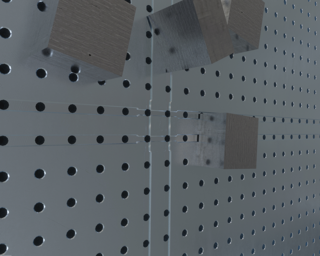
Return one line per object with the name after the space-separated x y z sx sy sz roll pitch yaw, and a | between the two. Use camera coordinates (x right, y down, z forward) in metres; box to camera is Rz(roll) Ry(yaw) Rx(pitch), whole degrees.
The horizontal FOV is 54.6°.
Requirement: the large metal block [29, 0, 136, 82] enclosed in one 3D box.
-0.079 -0.102 0.326 0.080 0.050 0.080 17 79 -39 | large metal block

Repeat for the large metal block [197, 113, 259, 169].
0.106 0.021 0.481 0.081 0.050 0.080 6 86 -40 | large metal block

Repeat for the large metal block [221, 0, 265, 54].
0.116 -0.172 0.488 0.080 0.050 0.080 17 79 -39 | large metal block

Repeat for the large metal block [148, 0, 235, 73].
0.041 -0.123 0.406 0.050 0.080 0.080 -32 110 -35 | large metal block
